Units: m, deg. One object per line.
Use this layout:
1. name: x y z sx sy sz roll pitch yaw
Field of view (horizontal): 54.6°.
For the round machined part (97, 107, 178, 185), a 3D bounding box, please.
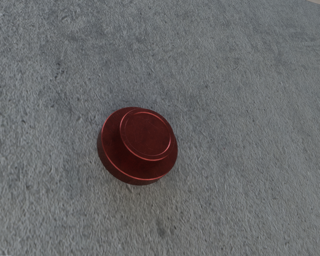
1. round machined part: -0.022 0.015 0.371 0.099 0.042 0.098 13 56 -21
